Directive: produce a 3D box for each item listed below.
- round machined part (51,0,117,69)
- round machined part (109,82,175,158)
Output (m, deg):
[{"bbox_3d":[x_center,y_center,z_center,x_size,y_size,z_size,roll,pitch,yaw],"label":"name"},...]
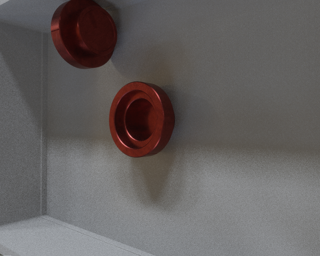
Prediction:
[{"bbox_3d":[-0.100,-0.135,0.442,0.042,0.099,0.097,1,91,40],"label":"round machined part"},{"bbox_3d":[-0.019,-0.011,0.412,0.098,0.042,0.097,0,90,40],"label":"round machined part"}]
